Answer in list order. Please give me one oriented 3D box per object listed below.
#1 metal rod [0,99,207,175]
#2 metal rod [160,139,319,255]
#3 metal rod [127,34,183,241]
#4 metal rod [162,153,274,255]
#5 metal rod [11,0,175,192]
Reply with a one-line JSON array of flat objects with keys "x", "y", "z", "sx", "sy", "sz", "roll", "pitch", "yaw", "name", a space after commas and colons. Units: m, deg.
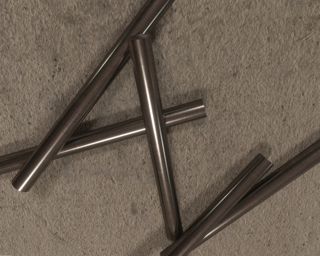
[{"x": -0.087, "y": 0.015, "z": 0.413, "sx": 0.301, "sy": 0.025, "sz": 0.025, "roll": -16, "pitch": 110, "yaw": 5, "name": "metal rod"}, {"x": 0.121, "y": 0.112, "z": 0.452, "sx": 0.300, "sy": 0.025, "sz": 0.025, "roll": -40, "pitch": 106, "yaw": 13, "name": "metal rod"}, {"x": 0.000, "y": 0.032, "z": 0.399, "sx": 0.025, "sy": 0.025, "sz": 0.298, "roll": -9, "pitch": 119, "yaw": 3, "name": "metal rod"}, {"x": 0.050, "y": 0.154, "z": 0.447, "sx": 0.025, "sy": 0.025, "sz": 0.299, "roll": 39, "pitch": 98, "yaw": -14, "name": "metal rod"}, {"x": -0.087, "y": -0.040, "z": 0.377, "sx": 0.025, "sy": 0.025, "sz": 0.299, "roll": 37, "pitch": 99, "yaw": -13, "name": "metal rod"}]
